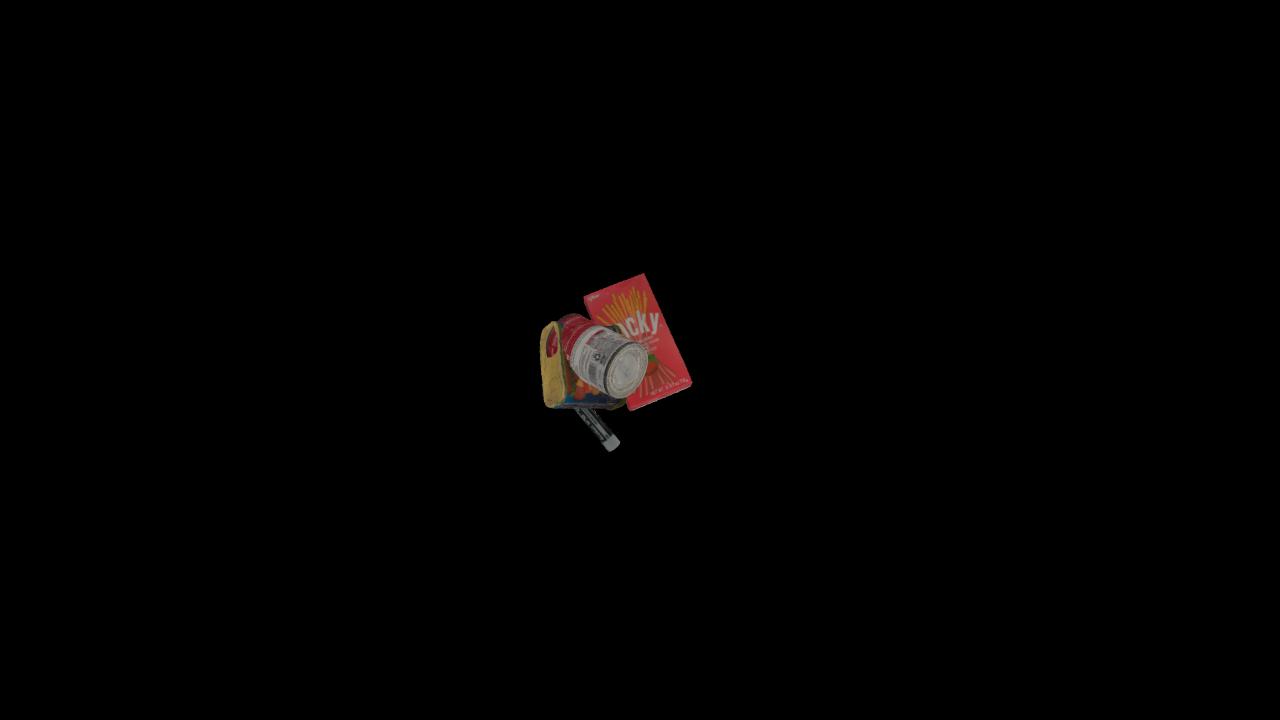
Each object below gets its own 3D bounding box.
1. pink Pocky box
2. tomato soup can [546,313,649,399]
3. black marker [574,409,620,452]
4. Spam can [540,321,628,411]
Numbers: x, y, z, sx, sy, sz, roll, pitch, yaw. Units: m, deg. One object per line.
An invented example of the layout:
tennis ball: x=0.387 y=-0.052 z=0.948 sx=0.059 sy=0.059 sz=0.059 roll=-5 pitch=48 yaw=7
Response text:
pink Pocky box: x=-0.004 y=-0.023 z=0.762 sx=0.084 sy=0.155 sz=0.029 roll=-22 pitch=-10 yaw=-6
tomato soup can: x=-0.048 y=-0.006 z=0.688 sx=0.101 sy=0.068 sz=0.068 roll=25 pitch=16 yaw=37
black marker: x=-0.067 y=0.058 z=0.725 sx=0.020 sy=0.121 sz=0.020 roll=-36 pitch=14 yaw=10
Spam can: x=-0.067 y=0.007 z=0.716 sx=0.085 sy=0.101 sz=0.058 roll=4 pitch=-19 yaw=-34
